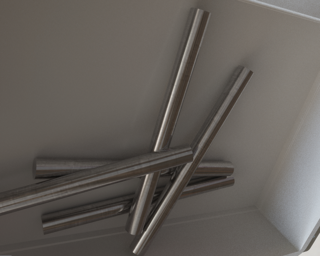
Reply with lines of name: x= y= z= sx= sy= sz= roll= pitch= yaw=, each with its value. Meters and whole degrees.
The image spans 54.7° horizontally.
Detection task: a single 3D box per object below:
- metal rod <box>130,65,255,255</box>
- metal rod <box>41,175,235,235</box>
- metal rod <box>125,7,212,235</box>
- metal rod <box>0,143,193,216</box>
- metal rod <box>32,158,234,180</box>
metal rod: x=0.043 y=0.049 z=0.436 sx=0.025 sy=0.025 sz=0.299 roll=27 pitch=95 yaw=-38
metal rod: x=-0.017 y=0.107 z=0.465 sx=0.303 sy=0.025 sz=0.025 roll=-8 pitch=122 yaw=-25
metal rod: x=0.005 y=0.004 z=0.391 sx=0.025 sy=0.025 sz=0.298 roll=7 pitch=109 yaw=-32
metal rod: x=-0.104 y=0.066 z=0.359 sx=0.302 sy=0.025 sz=0.025 roll=-14 pitch=125 yaw=-15
metal rod: x=-0.016 y=0.057 z=0.435 sx=0.302 sy=0.025 sz=0.025 roll=4 pitch=116 yaw=-31
